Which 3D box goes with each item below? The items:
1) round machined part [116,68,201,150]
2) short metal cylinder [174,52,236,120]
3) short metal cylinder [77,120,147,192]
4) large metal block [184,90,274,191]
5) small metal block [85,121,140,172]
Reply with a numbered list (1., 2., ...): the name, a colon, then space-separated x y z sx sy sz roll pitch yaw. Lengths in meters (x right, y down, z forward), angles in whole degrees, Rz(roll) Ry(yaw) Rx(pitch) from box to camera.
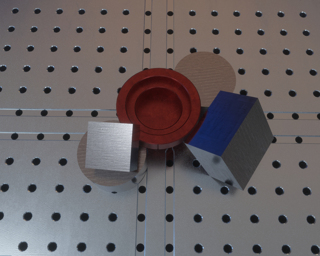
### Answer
1. round machined part: -0.002 -0.020 0.379 0.099 0.042 0.098 0 70 0
2. short metal cylinder: 0.057 -0.055 0.419 0.081 0.050 0.080 0 70 0
3. short metal cylinder: -0.056 0.036 0.384 0.081 0.050 0.080 0 70 0
4. large metal block: 0.086 0.015 0.371 0.050 0.080 0.080 20 67 43
5. small metal block: -0.051 0.019 0.338 0.050 0.025 0.050 4 89 14
